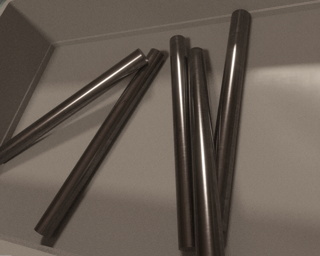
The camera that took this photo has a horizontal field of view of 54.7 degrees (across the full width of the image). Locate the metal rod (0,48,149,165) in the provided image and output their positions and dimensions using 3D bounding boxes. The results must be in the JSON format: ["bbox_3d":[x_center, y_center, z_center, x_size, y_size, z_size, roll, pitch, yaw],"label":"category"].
[{"bbox_3d":[-0.148,-0.027,0.480,0.300,0.025,0.025,-32,52,13],"label":"metal rod"}]

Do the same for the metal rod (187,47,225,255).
[{"bbox_3d":[0.047,0.011,0.348,0.025,0.025,0.300,-15,48,20],"label":"metal rod"}]

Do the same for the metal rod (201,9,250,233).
[{"bbox_3d":[0.084,-0.028,0.377,0.025,0.025,0.300,-1,61,27],"label":"metal rod"}]

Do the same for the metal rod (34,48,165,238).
[{"bbox_3d":[-0.077,0.011,0.437,0.025,0.025,0.300,20,72,35],"label":"metal rod"}]

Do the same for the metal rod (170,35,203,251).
[{"bbox_3d":[0.029,-0.005,0.392,0.025,0.025,0.299,-14,56,20],"label":"metal rod"}]
